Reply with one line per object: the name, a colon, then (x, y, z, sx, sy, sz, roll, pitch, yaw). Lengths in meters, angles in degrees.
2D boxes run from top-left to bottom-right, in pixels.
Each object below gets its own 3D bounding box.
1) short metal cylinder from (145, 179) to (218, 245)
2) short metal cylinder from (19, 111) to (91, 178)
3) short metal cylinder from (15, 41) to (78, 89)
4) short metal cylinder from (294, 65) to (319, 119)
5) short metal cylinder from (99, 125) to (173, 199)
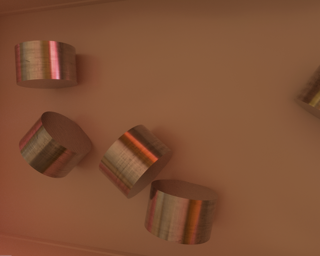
short metal cylinder: (0.025, 0.097, 0.372, 0.080, 0.080, 0.050, 11, 94, 19)
short metal cylinder: (-0.144, 0.023, 0.431, 0.050, 0.080, 0.080, -46, 76, 14)
short metal cylinder: (-0.159, -0.086, 0.436, 0.080, 0.080, 0.050, -4, 89, 19)
short metal cylinder: (0.188, -0.028, 0.315, 0.080, 0.080, 0.050, 37, 102, 16)
short metal cylinder: (-0.030, 0.042, 0.391, 0.050, 0.080, 0.080, 42, 103, 15)
